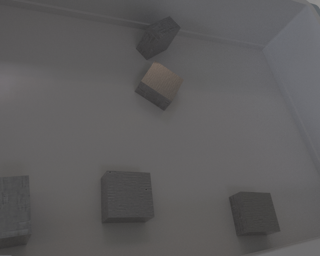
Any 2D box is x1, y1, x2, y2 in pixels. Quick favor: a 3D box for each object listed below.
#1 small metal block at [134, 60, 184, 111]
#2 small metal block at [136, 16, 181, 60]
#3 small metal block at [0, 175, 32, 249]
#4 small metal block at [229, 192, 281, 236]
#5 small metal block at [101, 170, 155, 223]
[{"bbox_3d":[0.000,-0.061,0.442,0.050,0.025,0.050,33,51,-7],"label":"small metal block"},{"bbox_3d":[-0.003,-0.137,0.471,0.025,0.050,0.050,48,51,5],"label":"small metal block"},{"bbox_3d":[-0.131,0.075,0.273,0.025,0.050,0.050,0,62,-28],"label":"small metal block"},{"bbox_3d":[0.122,0.112,0.403,0.050,0.025,0.050,8,58,-24],"label":"small metal block"},{"bbox_3d":[-0.036,0.076,0.340,0.050,0.025,0.050,7,59,-25],"label":"small metal block"}]
